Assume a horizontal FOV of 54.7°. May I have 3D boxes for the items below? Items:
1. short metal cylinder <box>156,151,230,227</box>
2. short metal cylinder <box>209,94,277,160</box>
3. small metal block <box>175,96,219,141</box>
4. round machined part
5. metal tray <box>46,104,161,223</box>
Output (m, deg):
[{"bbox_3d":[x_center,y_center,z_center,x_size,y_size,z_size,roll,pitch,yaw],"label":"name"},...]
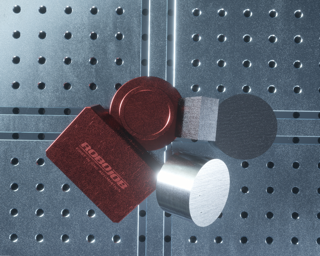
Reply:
[{"bbox_3d":[0.041,0.072,0.376,0.050,0.081,0.080,10,90,43],"label":"short metal cylinder"},{"bbox_3d":[0.102,-0.002,0.398,0.081,0.050,0.079,0,90,0],"label":"short metal cylinder"},{"bbox_3d":[0.044,-0.011,0.379,0.025,0.050,0.050,6,89,-28],"label":"small metal block"},{"bbox_3d":[-0.016,-0.019,0.400,0.099,0.042,0.097,0,90,0],"label":"round machined part"},{"bbox_3d":[-0.068,0.045,0.395,0.130,0.030,0.090,45,105,-1],"label":"metal tray"}]
